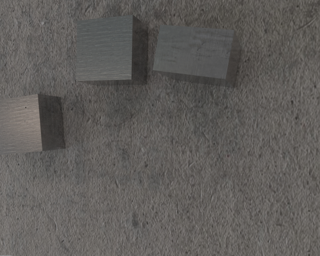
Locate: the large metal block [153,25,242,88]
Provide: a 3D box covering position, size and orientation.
[{"bbox_3d":[0.047,-0.081,0.363,0.080,0.080,0.050,11,94,19],"label":"large metal block"}]

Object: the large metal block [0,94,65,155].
[{"bbox_3d":[-0.195,-0.004,0.464,0.080,0.050,0.080,-6,88,20],"label":"large metal block"}]

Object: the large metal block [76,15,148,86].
[{"bbox_3d":[-0.064,-0.101,0.418,0.080,0.050,0.080,1,91,20],"label":"large metal block"}]
